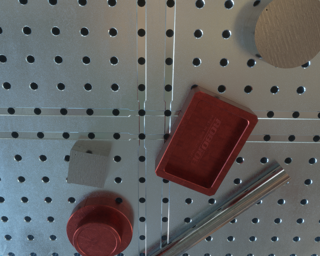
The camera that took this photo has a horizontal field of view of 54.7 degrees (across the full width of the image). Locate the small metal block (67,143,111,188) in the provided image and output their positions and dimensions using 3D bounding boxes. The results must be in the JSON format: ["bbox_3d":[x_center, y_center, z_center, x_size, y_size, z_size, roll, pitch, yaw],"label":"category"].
[{"bbox_3d":[-0.099,0.052,0.431,0.050,0.025,0.050,10,110,-5],"label":"small metal block"}]

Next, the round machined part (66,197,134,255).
[{"bbox_3d":[-0.090,0.156,0.461,0.099,0.042,0.097,0,110,-1],"label":"round machined part"}]

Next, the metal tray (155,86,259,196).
[{"bbox_3d":[0.059,0.020,0.418,0.090,0.030,0.129,23,108,-9],"label":"metal tray"}]

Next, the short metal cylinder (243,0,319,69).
[{"bbox_3d":[0.143,-0.113,0.360,0.081,0.050,0.079,0,110,-1],"label":"short metal cylinder"}]

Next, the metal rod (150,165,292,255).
[{"bbox_3d":[0.065,0.155,0.471,0.300,0.025,0.025,-39,106,12],"label":"metal rod"}]
